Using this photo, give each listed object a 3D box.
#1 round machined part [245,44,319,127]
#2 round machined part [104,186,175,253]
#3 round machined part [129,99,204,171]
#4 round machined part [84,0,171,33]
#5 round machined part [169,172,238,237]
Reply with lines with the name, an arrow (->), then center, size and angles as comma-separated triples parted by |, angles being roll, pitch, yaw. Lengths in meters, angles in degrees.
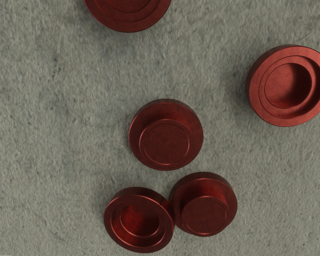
round machined part -> 0.154, -0.054, 0.383 | 0.099, 0.042, 0.097 | 0, 110, -1
round machined part -> -0.026, 0.125, 0.440 | 0.098, 0.042, 0.097 | 4, 112, 10
round machined part -> 0.008, 0.014, 0.406 | 0.099, 0.042, 0.097 | 0, 110, -1
round machined part -> -0.035, -0.157, 0.342 | 0.099, 0.042, 0.097 | 0, 110, -1
round machined part -> 0.062, 0.116, 0.444 | 0.099, 0.042, 0.097 | 0, 110, -1
